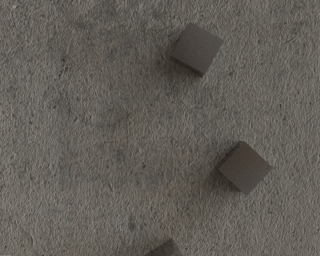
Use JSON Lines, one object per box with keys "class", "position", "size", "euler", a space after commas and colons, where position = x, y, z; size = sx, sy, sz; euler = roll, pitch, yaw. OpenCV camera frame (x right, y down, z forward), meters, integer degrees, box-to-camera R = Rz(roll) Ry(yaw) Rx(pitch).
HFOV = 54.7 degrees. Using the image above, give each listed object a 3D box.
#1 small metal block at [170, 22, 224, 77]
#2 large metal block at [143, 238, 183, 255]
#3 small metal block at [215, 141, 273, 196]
{"class": "small metal block", "position": [0.048, -0.103, 0.411], "size": [0.050, 0.025, 0.050], "euler": [29, 90, -1]}
{"class": "large metal block", "position": [0.004, 0.205, 0.398], "size": [0.080, 0.050, 0.080], "euler": [-31, 90, 0]}
{"class": "small metal block", "position": [0.111, 0.053, 0.412], "size": [0.050, 0.025, 0.050], "euler": [44, 90, -1]}
